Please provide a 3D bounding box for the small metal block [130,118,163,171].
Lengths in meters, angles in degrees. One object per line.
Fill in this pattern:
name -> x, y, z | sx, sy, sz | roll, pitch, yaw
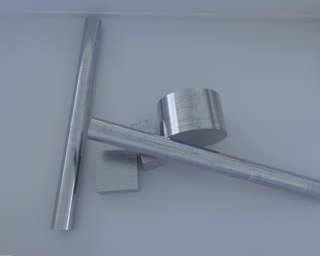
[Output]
small metal block -> -0.016, 0.023, 0.388 | 0.025, 0.050, 0.050 | -18, 71, -6

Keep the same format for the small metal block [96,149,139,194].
small metal block -> -0.053, 0.055, 0.389 | 0.050, 0.025, 0.050 | -3, 70, -2

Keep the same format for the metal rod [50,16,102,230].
metal rod -> -0.108, -0.020, 0.415 | 0.025, 0.025, 0.299 | 3, 70, 1

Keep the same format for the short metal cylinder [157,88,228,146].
short metal cylinder -> 0.039, -0.009, 0.384 | 0.081, 0.080, 0.050 | -6, 70, -3

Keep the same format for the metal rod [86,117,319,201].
metal rod -> 0.067, 0.040, 0.359 | 0.302, 0.025, 0.025 | 16, 70, -9
